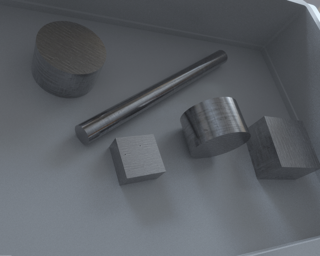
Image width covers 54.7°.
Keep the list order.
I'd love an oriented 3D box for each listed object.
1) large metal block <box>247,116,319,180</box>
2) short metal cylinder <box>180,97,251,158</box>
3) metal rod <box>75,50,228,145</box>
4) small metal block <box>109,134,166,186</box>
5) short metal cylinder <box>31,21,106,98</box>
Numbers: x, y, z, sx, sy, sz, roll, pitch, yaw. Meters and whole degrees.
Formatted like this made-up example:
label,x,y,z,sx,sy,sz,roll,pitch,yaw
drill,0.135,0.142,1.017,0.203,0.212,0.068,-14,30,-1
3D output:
label,x,y,z,sx,sy,sz,roll,pitch,yaw
large metal block,0.184,0.032,0.472,0.081,0.050,0.080,5,59,-26
short metal cylinder,0.072,0.001,0.410,0.081,0.080,0.050,-2,63,-30
metal rod,0.009,-0.058,0.447,0.302,0.025,0.025,-34,81,-38
small metal block,-0.027,0.037,0.370,0.050,0.025,0.050,-5,64,-31
short metal cylinder,-0.112,-0.083,0.381,0.081,0.050,0.080,14,56,-21
